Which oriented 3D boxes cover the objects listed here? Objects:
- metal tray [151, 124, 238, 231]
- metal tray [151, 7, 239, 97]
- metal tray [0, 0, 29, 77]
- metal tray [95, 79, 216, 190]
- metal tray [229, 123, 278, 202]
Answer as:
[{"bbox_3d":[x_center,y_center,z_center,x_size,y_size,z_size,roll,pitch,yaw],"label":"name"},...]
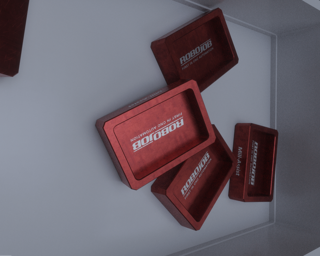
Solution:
[{"bbox_3d":[0.055,0.068,0.449,0.130,0.030,0.090,-52,120,-27],"label":"metal tray"},{"bbox_3d":[0.056,-0.108,0.449,0.131,0.030,0.090,-39,114,-33],"label":"metal tray"},{"bbox_3d":[-0.154,-0.115,0.251,0.090,0.030,0.129,14,82,-62],"label":"metal tray"},{"bbox_3d":[-0.001,0.005,0.382,0.131,0.030,0.090,-29,108,-22],"label":"metal tray"},{"bbox_3d":[0.165,0.061,0.541,0.091,0.030,0.129,11,83,-39],"label":"metal tray"}]
